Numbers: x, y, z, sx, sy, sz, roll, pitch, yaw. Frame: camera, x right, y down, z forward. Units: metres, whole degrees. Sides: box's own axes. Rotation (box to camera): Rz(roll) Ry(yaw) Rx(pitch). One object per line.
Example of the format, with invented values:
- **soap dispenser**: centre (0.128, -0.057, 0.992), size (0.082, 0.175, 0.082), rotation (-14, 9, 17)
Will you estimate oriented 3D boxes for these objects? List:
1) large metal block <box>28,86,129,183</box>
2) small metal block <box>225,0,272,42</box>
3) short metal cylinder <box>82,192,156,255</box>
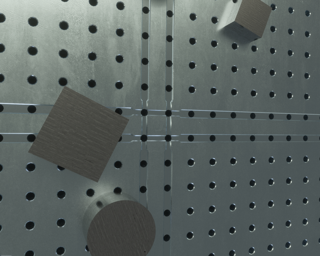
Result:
- **large metal block**: centre (-0.095, 0.008, 0.364), size (0.080, 0.050, 0.080), rotation (28, 81, -18)
- **small metal block**: centre (0.132, -0.165, 0.461), size (0.050, 0.025, 0.050), rotation (24, 82, -19)
- **short metal cylinder**: centre (-0.052, 0.123, 0.380), size (0.081, 0.050, 0.080), rotation (0, 90, -20)
